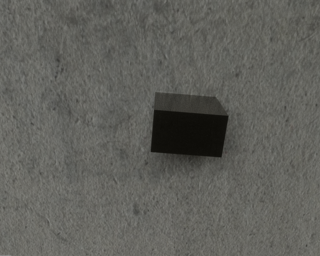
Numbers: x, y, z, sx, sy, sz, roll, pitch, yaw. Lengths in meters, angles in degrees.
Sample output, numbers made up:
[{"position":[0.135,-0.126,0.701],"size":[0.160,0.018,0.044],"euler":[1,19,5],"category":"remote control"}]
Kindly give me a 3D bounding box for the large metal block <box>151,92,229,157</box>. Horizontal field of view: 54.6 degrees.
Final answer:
[{"position":[0.032,-0.007,0.378],"size":[0.080,0.080,0.050],"euler":[5,110,-2],"category":"large metal block"}]
